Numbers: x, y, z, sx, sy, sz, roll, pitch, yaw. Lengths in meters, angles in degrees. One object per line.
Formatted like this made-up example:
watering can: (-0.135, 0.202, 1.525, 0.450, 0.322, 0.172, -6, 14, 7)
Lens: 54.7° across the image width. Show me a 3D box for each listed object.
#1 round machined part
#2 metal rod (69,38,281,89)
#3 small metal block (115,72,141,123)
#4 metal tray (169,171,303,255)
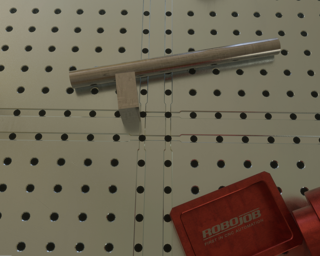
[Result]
round machined part: (0.180, 0.117, 0.337, 0.042, 0.098, 0.098, -26, 71, 16)
metal rod: (0.024, -0.094, 0.446, 0.302, 0.025, 0.025, -10, 71, -4)
small metal block: (-0.042, -0.039, 0.412, 0.025, 0.050, 0.050, -7, 70, -3)
metal tray: (0.087, 0.117, 0.367, 0.131, 0.030, 0.090, -20, 71, -8)
